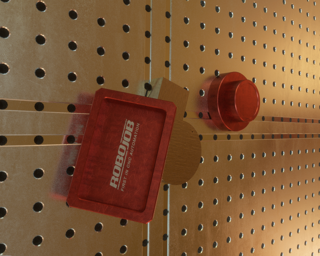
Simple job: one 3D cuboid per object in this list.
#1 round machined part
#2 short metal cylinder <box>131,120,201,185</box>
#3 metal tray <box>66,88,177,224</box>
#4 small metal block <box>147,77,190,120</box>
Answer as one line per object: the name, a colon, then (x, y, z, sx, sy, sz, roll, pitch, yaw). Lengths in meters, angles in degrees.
round machined part: (0.126, -0.043, 0.504, 0.099, 0.042, 0.097, 0, 90, -40)
short metal cylinder: (0.007, 0.030, 0.399, 0.081, 0.050, 0.079, 0, 91, -40)
metal tray: (-0.039, 0.029, 0.338, 0.090, 0.030, 0.129, 12, 80, 4)
small metal block: (0.009, -0.034, 0.416, 0.050, 0.025, 0.050, 23, 75, -38)
